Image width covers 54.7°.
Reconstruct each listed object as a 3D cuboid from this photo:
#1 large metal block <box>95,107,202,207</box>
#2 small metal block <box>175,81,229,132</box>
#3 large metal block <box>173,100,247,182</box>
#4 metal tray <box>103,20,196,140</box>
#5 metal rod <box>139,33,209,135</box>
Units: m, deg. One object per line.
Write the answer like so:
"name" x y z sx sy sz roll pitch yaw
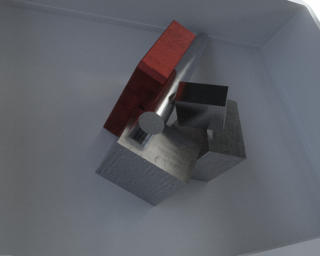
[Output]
"large metal block" -0.015 0.035 0.342 0.080 0.080 0.050 32 52 -8
"small metal block" 0.045 -0.022 0.332 0.050 0.050 0.025 8 61 13
"large metal block" 0.058 0.014 0.394 0.050 0.080 0.080 13 56 -22
"metal tray" -0.015 -0.051 0.360 0.030 0.129 0.090 35 52 -5
"metal rod" 0.032 -0.079 0.413 0.025 0.025 0.301 36 34 -5
